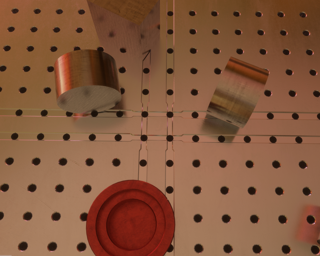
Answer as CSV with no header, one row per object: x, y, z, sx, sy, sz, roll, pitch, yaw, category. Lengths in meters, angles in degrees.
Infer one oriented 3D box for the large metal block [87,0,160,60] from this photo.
-0.047,-0.153,0.438,0.080,0.080,0.050,29,73,10,large metal block

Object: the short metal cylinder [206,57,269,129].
0.099,-0.045,0.400,0.050,0.080,0.080,24,72,8,short metal cylinder

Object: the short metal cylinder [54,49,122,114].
-0.094,-0.058,0.403,0.081,0.080,0.050,-10,71,-4,short metal cylinder

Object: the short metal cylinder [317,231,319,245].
0.224,0.118,0.341,0.080,0.080,0.050,25,72,8,short metal cylinder

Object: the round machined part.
-0.032,0.112,0.361,0.099,0.042,0.098,0,70,0,round machined part
